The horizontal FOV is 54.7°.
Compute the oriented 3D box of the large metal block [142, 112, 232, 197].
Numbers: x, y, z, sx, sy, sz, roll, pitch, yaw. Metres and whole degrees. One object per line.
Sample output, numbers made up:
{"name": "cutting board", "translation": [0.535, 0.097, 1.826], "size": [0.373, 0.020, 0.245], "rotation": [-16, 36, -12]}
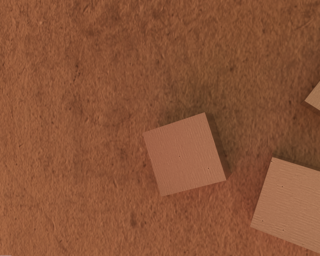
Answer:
{"name": "large metal block", "translation": [0.035, 0.032, 0.383], "size": [0.080, 0.050, 0.080], "rotation": [-18, 84, 18]}

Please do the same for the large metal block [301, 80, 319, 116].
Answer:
{"name": "large metal block", "translation": [0.209, -0.037, 0.322], "size": [0.080, 0.050, 0.080], "rotation": [37, 102, 16]}

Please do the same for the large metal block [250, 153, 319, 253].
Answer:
{"name": "large metal block", "translation": [0.153, 0.080, 0.342], "size": [0.080, 0.050, 0.080], "rotation": [18, 96, 18]}
